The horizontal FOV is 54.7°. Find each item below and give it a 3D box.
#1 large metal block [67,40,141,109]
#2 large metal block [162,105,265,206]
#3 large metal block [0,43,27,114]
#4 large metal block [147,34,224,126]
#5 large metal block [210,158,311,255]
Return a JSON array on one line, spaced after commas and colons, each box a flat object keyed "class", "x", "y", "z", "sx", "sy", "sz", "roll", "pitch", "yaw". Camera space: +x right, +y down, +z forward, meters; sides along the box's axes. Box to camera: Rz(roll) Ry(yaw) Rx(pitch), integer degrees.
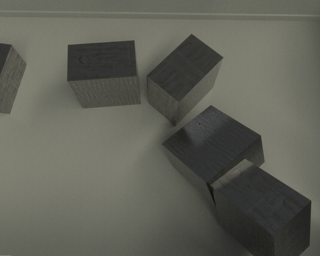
[{"class": "large metal block", "x": -0.069, "y": -0.067, "z": 0.404, "sx": 0.081, "sy": 0.080, "sz": 0.050, "roll": -5, "pitch": 70, "yaw": -2}, {"class": "large metal block", "x": 0.063, "y": 0.030, "z": 0.368, "sx": 0.080, "sy": 0.050, "sz": 0.080, "roll": -38, "pitch": 45, "yaw": -13}, {"class": "large metal block", "x": -0.242, "y": -0.070, "z": 0.420, "sx": 0.080, "sy": 0.050, "sz": 0.080, "roll": 8, "pitch": 70, "yaw": 2}, {"class": "large metal block", "x": 0.030, "y": -0.059, "z": 0.402, "sx": 0.050, "sy": 0.080, "sz": 0.080, "roll": 41, "pitch": 75, "yaw": 13}, {"class": "large metal block", "x": 0.105, "y": 0.092, "z": 0.324, "sx": 0.050, "sy": 0.080, "sz": 0.080, "roll": -34, "pitch": 40, "yaw": -17}]
